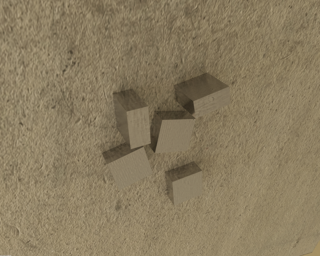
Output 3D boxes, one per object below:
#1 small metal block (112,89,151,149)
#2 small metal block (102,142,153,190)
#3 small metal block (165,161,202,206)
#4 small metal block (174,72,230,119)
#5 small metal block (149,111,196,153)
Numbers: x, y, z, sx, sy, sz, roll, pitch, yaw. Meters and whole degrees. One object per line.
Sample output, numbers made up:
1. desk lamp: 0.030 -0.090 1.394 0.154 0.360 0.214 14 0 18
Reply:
1. small metal block: -0.034 -0.012 0.365 0.025 0.050 0.050 -16 125 -20
2. small metal block: -0.043 0.048 0.413 0.050 0.025 0.050 -25 128 -13
3. small metal block: 0.037 0.086 0.480 0.050 0.025 0.050 -18 126 -18
4. small metal block: 0.053 -0.043 0.393 0.050 0.050 0.025 -23 127 -15
5. small metal block: 0.015 0.005 0.418 0.050 0.025 0.050 -2 120 -27
